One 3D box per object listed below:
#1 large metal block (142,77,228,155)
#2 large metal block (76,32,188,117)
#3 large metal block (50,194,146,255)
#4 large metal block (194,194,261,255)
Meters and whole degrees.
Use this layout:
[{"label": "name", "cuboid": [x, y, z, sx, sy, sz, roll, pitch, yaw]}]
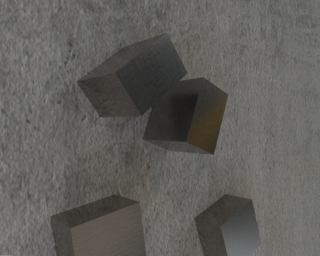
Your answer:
[{"label": "large metal block", "cuboid": [0.032, -0.014, 0.398, 0.050, 0.080, 0.080, 26, 74, -38]}, {"label": "large metal block", "cuboid": [-0.031, -0.056, 0.344, 0.080, 0.080, 0.050, -46, 118, -31]}, {"label": "large metal block", "cuboid": [-0.064, 0.126, 0.336, 0.081, 0.050, 0.079, -11, 97, -40]}, {"label": "large metal block", "cuboid": [0.107, 0.161, 0.482, 0.081, 0.050, 0.080, -24, 106, -38]}]
